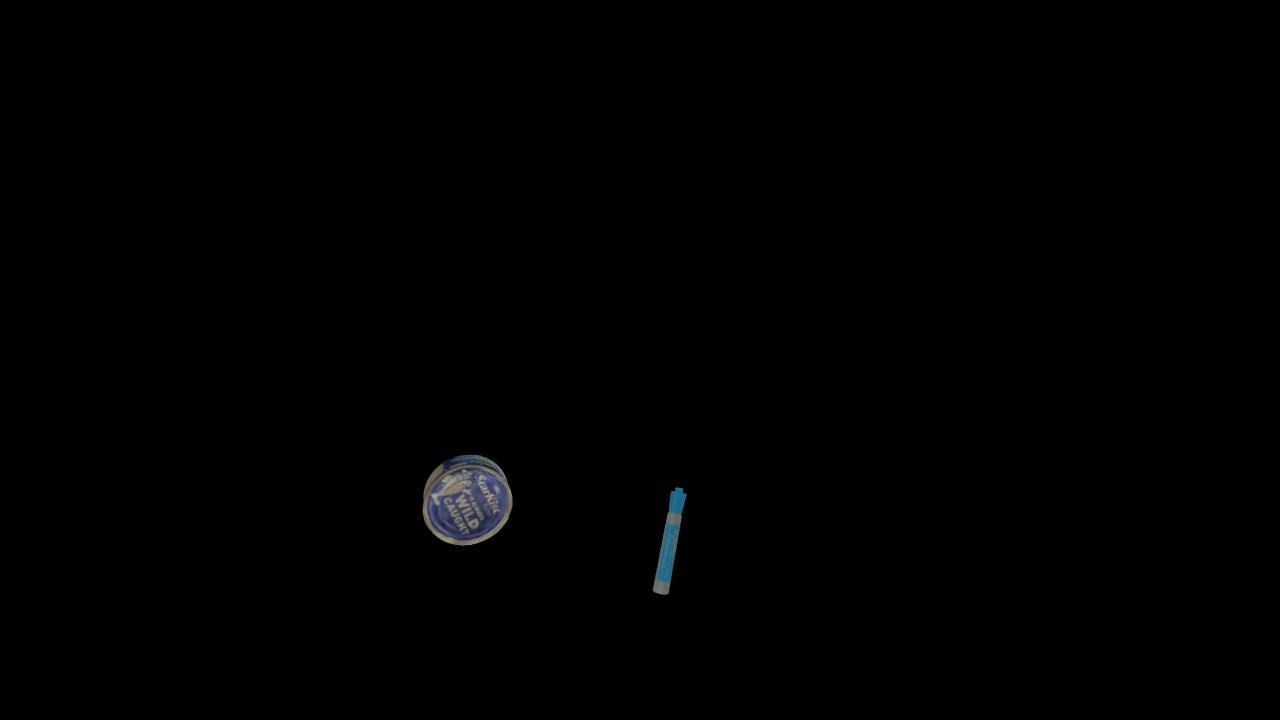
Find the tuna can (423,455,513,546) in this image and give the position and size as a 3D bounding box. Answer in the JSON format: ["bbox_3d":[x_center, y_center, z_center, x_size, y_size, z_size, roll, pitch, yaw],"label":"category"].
[{"bbox_3d":[-0.170,0.137,0.607,0.084,0.084,0.034,0,14,-19],"label":"tuna can"}]

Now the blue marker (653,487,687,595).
[{"bbox_3d":[0.035,0.209,0.714,0.020,0.121,0.020,11,-5,1],"label":"blue marker"}]
